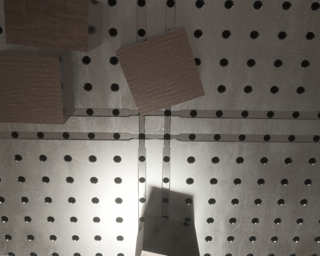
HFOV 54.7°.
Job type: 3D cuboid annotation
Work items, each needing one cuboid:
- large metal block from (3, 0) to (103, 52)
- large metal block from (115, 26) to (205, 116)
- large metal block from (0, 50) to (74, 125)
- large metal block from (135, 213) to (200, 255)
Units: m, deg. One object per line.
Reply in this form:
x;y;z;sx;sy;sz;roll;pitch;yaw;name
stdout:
-0.111;-0.117;0.339;0.081;0.080;0.050;5;110;-3;large metal block
0.002;-0.070;0.374;0.080;0.050;0.080;-18;109;6;large metal block
-0.154;-0.051;0.379;0.081;0.050;0.079;2;110;-1;large metal block
0.009;0.177;0.449;0.081;0.080;0.050;15;109;-6;large metal block
